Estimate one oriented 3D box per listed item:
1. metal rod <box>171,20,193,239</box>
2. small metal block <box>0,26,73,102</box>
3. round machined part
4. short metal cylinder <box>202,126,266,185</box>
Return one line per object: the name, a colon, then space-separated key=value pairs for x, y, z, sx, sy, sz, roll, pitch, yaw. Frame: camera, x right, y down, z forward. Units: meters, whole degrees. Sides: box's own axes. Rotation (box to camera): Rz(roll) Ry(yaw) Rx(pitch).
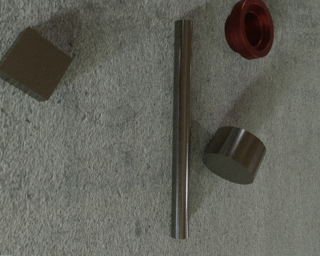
metal rod: x=0.030 y=0.001 z=0.432 sx=0.025 sy=0.025 sz=0.298 roll=2 pitch=89 yaw=-40
small metal block: x=-0.123 y=-0.061 z=0.303 sx=0.050 sy=0.025 sz=0.050 roll=37 pitch=67 yaw=-34
round machined part: x=0.146 y=-0.163 z=0.518 sx=0.099 sy=0.042 sz=0.097 roll=0 pitch=90 yaw=-40
short metal cylinder: x=0.111 y=0.042 z=0.465 sx=0.080 sy=0.080 sz=0.050 roll=47 pitch=62 yaw=-30
